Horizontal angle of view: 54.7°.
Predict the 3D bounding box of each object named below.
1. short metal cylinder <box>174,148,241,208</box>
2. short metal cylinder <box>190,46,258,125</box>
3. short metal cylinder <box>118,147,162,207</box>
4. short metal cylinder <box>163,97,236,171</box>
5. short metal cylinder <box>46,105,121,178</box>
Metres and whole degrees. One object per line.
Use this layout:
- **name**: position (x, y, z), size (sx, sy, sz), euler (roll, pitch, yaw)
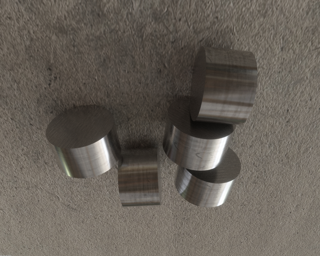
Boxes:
- **short metal cylinder**: position (0.064, 0.060, 0.423), size (0.081, 0.080, 0.050), euler (6, 130, -5)
- **short metal cylinder**: position (0.065, -0.045, 0.333), size (0.050, 0.080, 0.079), euler (5, 130, -4)
- **short metal cylinder**: position (-0.026, 0.067, 0.428), size (0.050, 0.080, 0.080), euler (-3, 130, 3)
- **short metal cylinder**: position (0.046, 0.005, 0.376), size (0.081, 0.080, 0.050), euler (5, 130, -5)
- **short metal cylinder**: position (-0.092, 0.015, 0.383), size (0.080, 0.080, 0.050), euler (-4, 130, 3)
